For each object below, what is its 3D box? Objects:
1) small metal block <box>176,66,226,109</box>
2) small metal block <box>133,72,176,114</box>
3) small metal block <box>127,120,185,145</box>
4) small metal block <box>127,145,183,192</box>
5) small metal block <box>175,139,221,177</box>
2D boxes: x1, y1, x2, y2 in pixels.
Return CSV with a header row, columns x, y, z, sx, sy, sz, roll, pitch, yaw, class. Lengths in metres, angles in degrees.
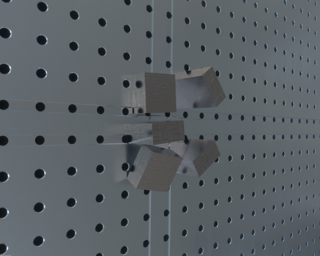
x,y,z,sx,sy,sz,roll,pitch,yaw,class
0.058,-0.056,0.440,0.025,0.050,0.050,-44,117,-31,small metal block
-0.006,-0.044,0.403,0.050,0.025,0.050,-4,92,-40,small metal block
-0.005,0.005,0.388,0.050,0.050,0.025,-6,94,-40,small metal block
-0.006,0.051,0.392,0.050,0.025,0.050,16,102,-39,small metal block
0.047,0.040,0.431,0.050,0.050,0.025,-39,114,-33,small metal block
